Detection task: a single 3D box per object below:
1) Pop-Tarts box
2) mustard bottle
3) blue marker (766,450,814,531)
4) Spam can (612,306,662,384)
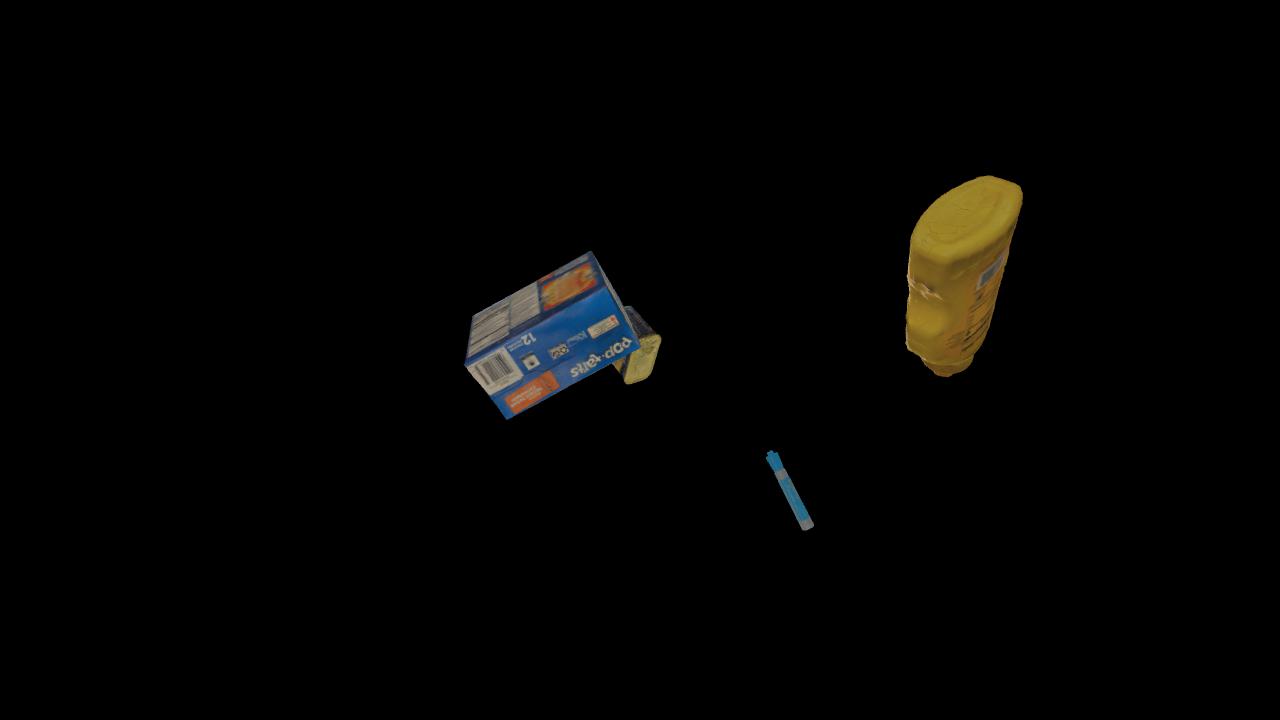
[{"bbox_3d":[-0.100,-0.033,0.693,0.167,0.083,0.141,-28,28,2],"label":"Pop-Tarts box"},{"bbox_3d":[0.248,-0.045,0.485,0.054,0.092,0.184,31,-21,36],"label":"mustard bottle"},{"bbox_3d":[0.213,0.185,0.881,0.020,0.121,0.020,-27,-3,-1],"label":"blue marker"},{"bbox_3d":[-0.018,-0.026,1.018,0.058,0.101,0.085,-16,49,-32],"label":"Spam can"}]
